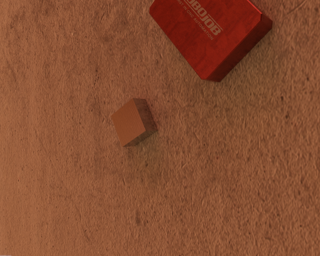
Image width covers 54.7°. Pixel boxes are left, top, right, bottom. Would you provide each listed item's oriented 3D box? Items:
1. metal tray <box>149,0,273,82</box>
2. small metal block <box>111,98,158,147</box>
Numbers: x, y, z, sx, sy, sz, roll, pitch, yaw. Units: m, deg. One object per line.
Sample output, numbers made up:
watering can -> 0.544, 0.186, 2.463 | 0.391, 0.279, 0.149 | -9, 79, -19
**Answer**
metal tray -> 0.052, -0.128, 0.358 | 0.090, 0.030, 0.130 | -47, 62, 29
small metal block -> -0.037, -0.007, 0.433 | 0.050, 0.025, 0.050 | -34, 69, 34
